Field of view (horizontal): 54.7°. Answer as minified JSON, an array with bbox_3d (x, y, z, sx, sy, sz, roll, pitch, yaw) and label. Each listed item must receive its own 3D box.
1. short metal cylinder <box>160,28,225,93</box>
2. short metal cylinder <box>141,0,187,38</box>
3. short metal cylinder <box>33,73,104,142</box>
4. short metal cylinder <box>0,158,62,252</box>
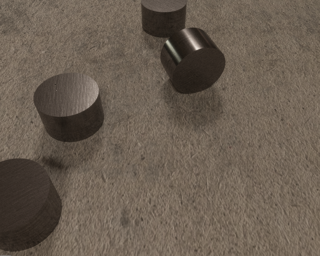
[{"bbox_3d":[0.047,-0.097,0.449,0.081,0.080,0.050,-15,52,-13],"label":"short metal cylinder"},{"bbox_3d":[0.007,-0.209,0.562,0.081,0.050,0.080,0,50,0],"label":"short metal cylinder"},{"bbox_3d":[-0.118,-0.028,0.409,0.081,0.050,0.080,0,50,0],"label":"short metal cylinder"},{"bbox_3d":[-0.148,0.078,0.319,0.081,0.050,0.080,0,50,0],"label":"short metal cylinder"}]
